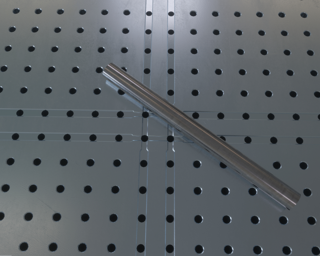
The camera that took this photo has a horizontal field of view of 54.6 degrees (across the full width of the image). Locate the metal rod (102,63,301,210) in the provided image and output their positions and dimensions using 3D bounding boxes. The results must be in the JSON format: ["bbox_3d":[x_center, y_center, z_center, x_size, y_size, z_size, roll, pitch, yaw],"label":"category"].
[{"bbox_3d":[0.046,0.004,0.410,0.300,0.025,0.025,36,74,12],"label":"metal rod"}]
